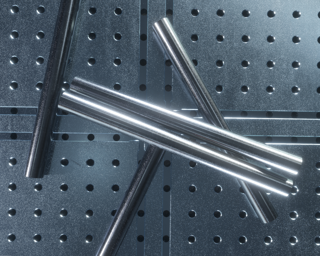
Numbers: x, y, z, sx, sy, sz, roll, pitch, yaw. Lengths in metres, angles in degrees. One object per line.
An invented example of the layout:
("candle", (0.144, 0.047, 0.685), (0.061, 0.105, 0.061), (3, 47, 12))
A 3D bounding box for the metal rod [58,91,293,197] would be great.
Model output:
("metal rod", (0.020, 0.020, 0.387), (0.301, 0.025, 0.025), (21, 90, -1))

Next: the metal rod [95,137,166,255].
("metal rod", (-0.057, 0.137, 0.412), (0.025, 0.025, 0.299), (26, 90, -1))

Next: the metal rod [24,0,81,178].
("metal rod", (-0.137, -0.082, 0.411), (0.025, 0.025, 0.298), (12, 90, -1))

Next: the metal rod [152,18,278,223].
("metal rod", (0.074, -0.010, 0.414), (0.025, 0.025, 0.299), (-29, 90, 0))

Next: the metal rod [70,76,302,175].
("metal rod", (0.027, -0.006, 0.395), (0.301, 0.025, 0.025), (20, 90, 7))
